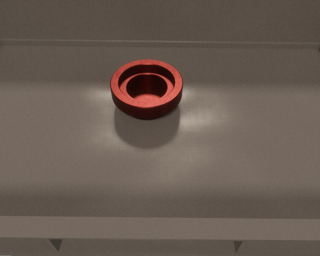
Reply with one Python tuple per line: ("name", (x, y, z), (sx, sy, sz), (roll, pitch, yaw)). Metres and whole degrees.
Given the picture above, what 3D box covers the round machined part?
("round machined part", (-0.018, -0.050, 0.436), (0.099, 0.042, 0.098), (0, 50, 0))
